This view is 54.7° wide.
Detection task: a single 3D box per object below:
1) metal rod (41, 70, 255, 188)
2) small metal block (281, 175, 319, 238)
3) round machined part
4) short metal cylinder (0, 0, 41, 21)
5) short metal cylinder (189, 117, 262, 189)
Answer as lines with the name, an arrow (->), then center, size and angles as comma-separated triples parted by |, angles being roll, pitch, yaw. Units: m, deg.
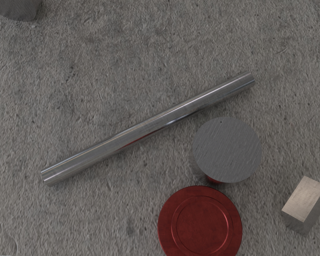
metal rod -> -0.008, -0.003, 0.409 | 0.302, 0.025, 0.025 | -26, 72, -10
small metal block -> 0.168, 0.092, 0.359 | 0.025, 0.050, 0.050 | 27, 70, 40
round machined part -> 0.046, 0.115, 0.357 | 0.099, 0.042, 0.098 | 0, 70, 0
short metal cylinder -> -0.215, -0.202, 0.451 | 0.080, 0.080, 0.050 | 9, 71, 3
short metal cylinder -> 0.078, 0.032, 0.384 | 0.081, 0.050, 0.080 | 0, 70, 0
